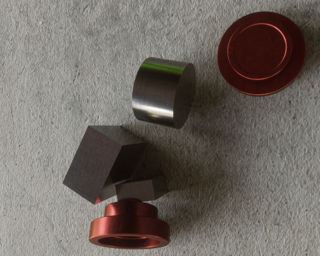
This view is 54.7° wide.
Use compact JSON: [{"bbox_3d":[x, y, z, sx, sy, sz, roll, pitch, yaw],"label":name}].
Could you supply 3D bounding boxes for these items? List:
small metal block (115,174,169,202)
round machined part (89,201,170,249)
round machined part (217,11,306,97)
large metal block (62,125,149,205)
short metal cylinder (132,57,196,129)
[{"bbox_3d":[-0.022,0.079,0.403,0.050,0.050,0.025,-11,86,19],"label":"small metal block"},{"bbox_3d":[-0.037,0.122,0.390,0.098,0.098,0.042,-11,57,19],"label":"round machined part"},{"bbox_3d":[0.116,-0.087,0.359,0.098,0.042,0.097,0,90,19],"label":"round machined part"},{"bbox_3d":[-0.067,0.043,0.402,0.050,0.080,0.080,29,99,17],"label":"large metal block"},{"bbox_3d":[0.007,-0.043,0.377,0.050,0.080,0.079,13,95,19],"label":"short metal cylinder"}]
